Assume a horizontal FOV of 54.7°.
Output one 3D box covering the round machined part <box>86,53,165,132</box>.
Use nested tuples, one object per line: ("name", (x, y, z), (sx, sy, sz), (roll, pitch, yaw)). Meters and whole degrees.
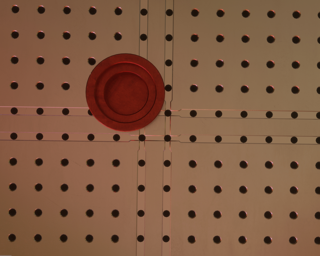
("round machined part", (-0.043, -0.044, 0.404), (0.099, 0.042, 0.097), (0, 90, -1))
